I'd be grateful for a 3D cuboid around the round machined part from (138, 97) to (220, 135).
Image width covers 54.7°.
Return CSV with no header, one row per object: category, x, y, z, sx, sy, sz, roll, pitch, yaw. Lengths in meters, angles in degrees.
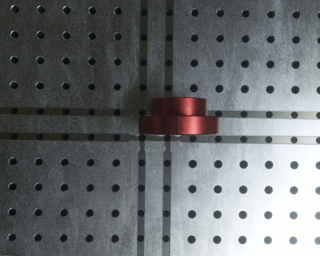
round machined part,0.023,-0.014,0.377,0.099,0.098,0.042,0,90,-1
